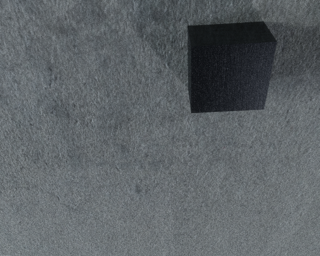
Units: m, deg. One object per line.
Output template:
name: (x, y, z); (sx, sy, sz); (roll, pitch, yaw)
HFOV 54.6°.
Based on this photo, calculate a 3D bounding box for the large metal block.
large metal block: (0.072, -0.065, 0.336); (0.080, 0.050, 0.080); (-3, 130, 2)
